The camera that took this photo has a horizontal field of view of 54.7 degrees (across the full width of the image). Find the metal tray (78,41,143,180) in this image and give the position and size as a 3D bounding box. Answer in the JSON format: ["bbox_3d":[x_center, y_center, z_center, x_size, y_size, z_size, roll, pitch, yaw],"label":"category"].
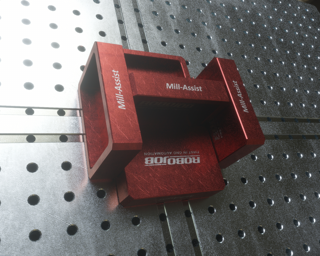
[{"bbox_3d":[-0.061,-0.018,0.345,0.030,0.090,0.130,1,61,-28],"label":"metal tray"}]

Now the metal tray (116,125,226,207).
[{"bbox_3d":[0.010,0.043,0.384,0.131,0.030,0.090,1,62,-28],"label":"metal tray"}]

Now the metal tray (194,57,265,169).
[{"bbox_3d":[0.082,-0.019,0.423,0.030,0.090,0.130,1,61,-28],"label":"metal tray"}]

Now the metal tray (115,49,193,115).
[{"bbox_3d":[-0.017,-0.064,0.436,0.131,0.030,0.090,1,62,-28],"label":"metal tray"}]

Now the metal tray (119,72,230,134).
[{"bbox_3d":[0.009,-0.025,0.386,0.131,0.090,0.030,1,62,-28],"label":"metal tray"}]
